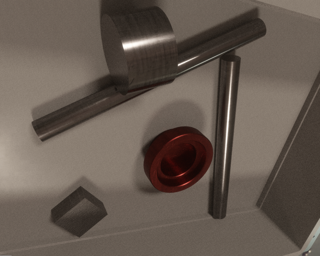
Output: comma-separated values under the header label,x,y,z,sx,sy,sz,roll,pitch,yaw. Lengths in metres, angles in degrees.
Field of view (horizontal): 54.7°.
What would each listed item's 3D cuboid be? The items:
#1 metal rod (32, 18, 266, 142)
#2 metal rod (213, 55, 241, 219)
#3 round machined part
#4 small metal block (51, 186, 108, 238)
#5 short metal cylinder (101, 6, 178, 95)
label,x,y,z,sx,sy,sz,roll,pitch,yaw
metal rod,-0.002,-0.063,0.369,0.302,0.025,0.025,-27,128,-12
metal rod,0.101,0.033,0.486,0.025,0.025,0.298,-17,125,-19
round machined part,0.022,0.040,0.436,0.099,0.042,0.097,-14,125,-21
small metal block,-0.109,0.114,0.421,0.050,0.025,0.050,-39,130,-2
short metal cylinder,-0.023,-0.078,0.314,0.050,0.080,0.079,-17,126,-19
